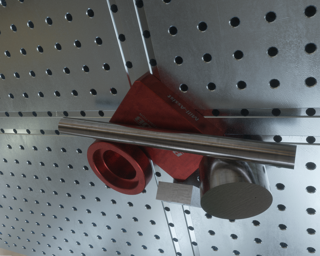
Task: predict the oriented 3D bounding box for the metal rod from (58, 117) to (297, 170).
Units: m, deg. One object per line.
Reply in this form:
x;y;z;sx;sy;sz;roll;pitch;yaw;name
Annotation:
0.002;0.013;0.377;0.301;0.025;0.025;7;122;24;metal rod

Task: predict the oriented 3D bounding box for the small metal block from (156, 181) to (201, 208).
0.029;0.094;0.435;0.050;0.025;0.050;2;163;26;small metal block

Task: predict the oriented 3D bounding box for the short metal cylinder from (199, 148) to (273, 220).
0.088;0.067;0.370;0.080;0.050;0.079;2;135;2;short metal cylinder

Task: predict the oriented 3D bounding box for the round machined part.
-0.053;0.047;0.449;0.098;0.042;0.097;18;133;21;round machined part

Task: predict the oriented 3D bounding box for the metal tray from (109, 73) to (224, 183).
0.006;0.002;0.406;0.130;0.030;0.089;40;129;0;metal tray
